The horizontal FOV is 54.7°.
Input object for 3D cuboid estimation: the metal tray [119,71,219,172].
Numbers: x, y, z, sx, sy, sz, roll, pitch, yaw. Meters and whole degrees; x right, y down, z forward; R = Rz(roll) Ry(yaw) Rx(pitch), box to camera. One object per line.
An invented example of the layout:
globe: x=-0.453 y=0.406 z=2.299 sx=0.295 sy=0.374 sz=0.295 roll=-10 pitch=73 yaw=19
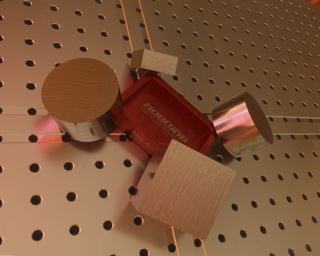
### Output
metal tray: x=0.007 y=-0.007 z=0.412 sx=0.130 sy=0.030 sz=0.090 roll=41 pitch=51 yaw=0

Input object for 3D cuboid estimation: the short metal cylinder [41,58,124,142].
short metal cylinder: x=-0.083 y=-0.031 z=0.347 sx=0.081 sy=0.050 sz=0.080 roll=0 pitch=65 yaw=0

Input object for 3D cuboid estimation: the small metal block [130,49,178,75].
small metal block: x=-0.010 y=-0.093 z=0.440 sx=0.050 sy=0.050 sz=0.025 roll=8 pitch=96 yaw=-24

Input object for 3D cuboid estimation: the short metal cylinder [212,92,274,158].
short metal cylinder: x=0.117 y=-0.004 z=0.438 sx=0.080 sy=0.050 sz=0.080 roll=38 pitch=37 yaw=-35

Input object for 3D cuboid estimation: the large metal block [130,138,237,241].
large metal block: x=0.024 y=0.065 z=0.343 sx=0.080 sy=0.050 sz=0.080 roll=28 pitch=83 yaw=-11
